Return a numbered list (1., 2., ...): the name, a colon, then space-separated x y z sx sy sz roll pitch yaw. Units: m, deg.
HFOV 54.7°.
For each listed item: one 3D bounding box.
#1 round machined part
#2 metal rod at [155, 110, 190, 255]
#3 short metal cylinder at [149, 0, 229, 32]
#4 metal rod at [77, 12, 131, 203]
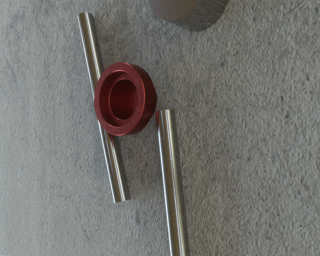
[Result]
1. round machined part: -0.043 -0.039 0.427 0.098 0.042 0.097 0 90 39
2. metal rod: 0.022 0.126 0.385 0.025 0.025 0.298 -10 84 39
3. short metal cylinder: 0.033 -0.159 0.360 0.080 0.050 0.079 0 90 39
4. metal rod: -0.088 -0.037 0.474 0.025 0.025 0.299 -21 77 38
